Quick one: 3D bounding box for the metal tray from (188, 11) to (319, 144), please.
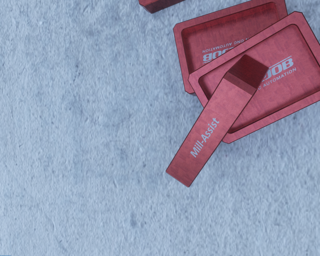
[{"bbox_3d":[0.108,-0.051,0.336,0.130,0.030,0.090,-29,91,21],"label":"metal tray"}]

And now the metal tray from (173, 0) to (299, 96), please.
[{"bbox_3d":[0.088,-0.097,0.374,0.130,0.030,0.089,-12,86,19],"label":"metal tray"}]

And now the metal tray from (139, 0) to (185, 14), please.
[{"bbox_3d":[0.005,-0.229,0.403,0.090,0.030,0.129,-16,85,19],"label":"metal tray"}]

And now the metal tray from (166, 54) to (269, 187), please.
[{"bbox_3d":[0.060,-0.008,0.328,0.030,0.090,0.129,34,123,9],"label":"metal tray"}]
